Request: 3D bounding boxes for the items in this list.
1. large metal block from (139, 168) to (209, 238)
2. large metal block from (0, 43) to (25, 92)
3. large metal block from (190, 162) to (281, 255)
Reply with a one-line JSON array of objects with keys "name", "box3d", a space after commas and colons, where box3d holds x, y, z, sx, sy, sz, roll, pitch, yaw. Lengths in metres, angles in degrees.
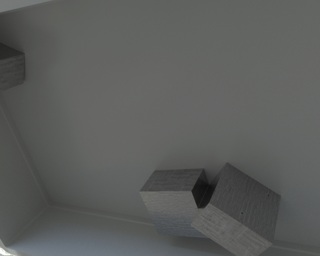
[{"name": "large metal block", "box3d": [0.029, 0.106, 0.442, 0.080, 0.050, 0.080, -8, 115, 31]}, {"name": "large metal block", "box3d": [-0.258, -0.091, 0.447, 0.080, 0.080, 0.050, 25, 121, 12]}, {"name": "large metal block", "box3d": [0.096, 0.102, 0.385, 0.080, 0.080, 0.050, 32, 128, 7]}]
